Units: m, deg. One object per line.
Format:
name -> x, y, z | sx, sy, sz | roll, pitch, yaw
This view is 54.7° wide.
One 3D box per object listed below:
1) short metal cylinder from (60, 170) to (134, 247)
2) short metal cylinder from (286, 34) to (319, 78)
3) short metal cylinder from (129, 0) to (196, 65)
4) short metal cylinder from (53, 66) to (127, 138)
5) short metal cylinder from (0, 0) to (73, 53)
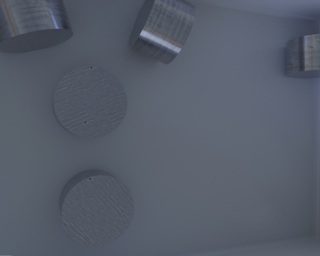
short metal cylinder -> -0.077, 0.093, 0.370 | 0.081, 0.050, 0.079 | 0, 90, -20
short metal cylinder -> 0.234, -0.107, 0.470 | 0.081, 0.080, 0.050 | 0, 90, -20
short metal cylinder -> 0.001, -0.126, 0.382 | 0.050, 0.080, 0.080 | 21, 83, -19
short metal cylinder -> -0.084, -0.029, 0.367 | 0.081, 0.050, 0.079 | 0, 90, -21
short metal cylinder -> -0.140, -0.116, 0.330 | 0.081, 0.080, 0.050 | -18, 97, -19
